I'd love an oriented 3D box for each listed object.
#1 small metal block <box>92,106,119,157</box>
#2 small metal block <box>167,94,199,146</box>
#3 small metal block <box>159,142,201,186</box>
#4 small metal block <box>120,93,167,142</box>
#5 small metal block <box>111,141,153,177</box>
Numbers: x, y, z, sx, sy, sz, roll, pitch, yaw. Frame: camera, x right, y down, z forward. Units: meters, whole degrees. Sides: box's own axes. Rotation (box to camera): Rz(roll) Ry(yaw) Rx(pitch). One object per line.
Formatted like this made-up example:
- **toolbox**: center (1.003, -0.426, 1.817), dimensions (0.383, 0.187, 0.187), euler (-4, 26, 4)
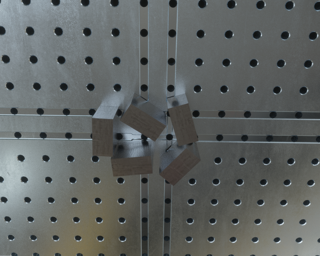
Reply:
- **small metal block**: center (-0.070, 0.003, 0.401), dimensions (0.025, 0.050, 0.050), euler (3, 111, -1)
- **small metal block**: center (0.028, -0.012, 0.395), dimensions (0.025, 0.050, 0.050), euler (-15, 109, 5)
- **small metal block**: center (0.025, 0.041, 0.415), dimensions (0.025, 0.050, 0.050), euler (41, 105, -13)
- **small metal block**: center (-0.020, -0.015, 0.394), dimensions (0.050, 0.050, 0.025), euler (32, 108, -12)
- **small metal block**: center (-0.035, 0.040, 0.414), dimensions (0.050, 0.050, 0.025), euler (-5, 110, 1)
